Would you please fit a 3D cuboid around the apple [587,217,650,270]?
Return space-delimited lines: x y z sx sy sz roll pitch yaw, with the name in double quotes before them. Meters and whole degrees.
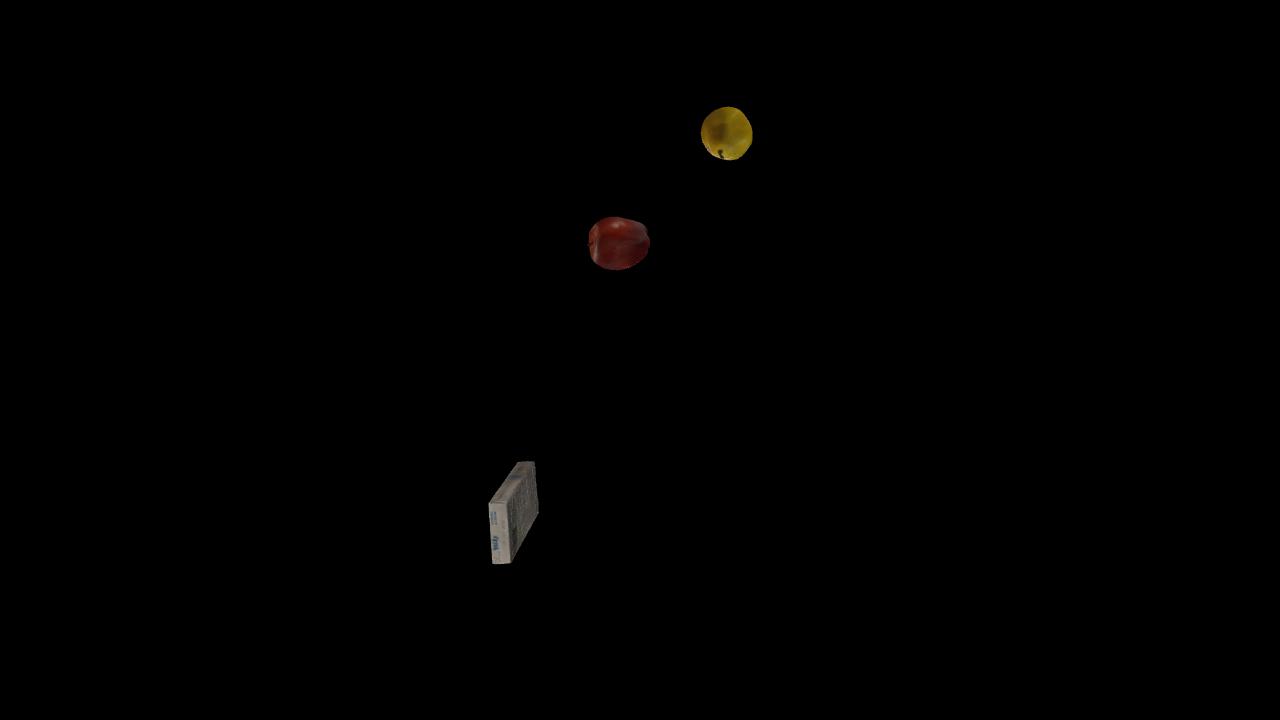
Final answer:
"apple" -0.034 -0.173 0.914 0.093 0.079 0.079 -5 1 -16

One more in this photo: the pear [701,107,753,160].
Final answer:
"pear" 0.123 -0.331 0.923 0.080 0.080 0.111 0 34 30

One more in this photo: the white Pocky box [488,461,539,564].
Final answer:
"white Pocky box" -0.166 0.198 0.819 0.028 0.084 0.154 -2 9 3
